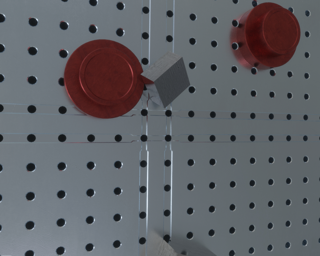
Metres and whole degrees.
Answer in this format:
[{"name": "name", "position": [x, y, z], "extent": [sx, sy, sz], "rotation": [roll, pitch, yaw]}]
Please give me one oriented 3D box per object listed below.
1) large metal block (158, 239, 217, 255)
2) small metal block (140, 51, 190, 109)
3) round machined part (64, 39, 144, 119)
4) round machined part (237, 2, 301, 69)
[{"name": "large metal block", "position": [0.036, 0.205, 0.413], "extent": [0.080, 0.050, 0.080], "rotation": [22, 83, -19]}, {"name": "small metal block", "position": [0.009, -0.062, 0.401], "extent": [0.050, 0.025, 0.050], "rotation": [-43, 142, -16]}, {"name": "round machined part", "position": [-0.066, -0.060, 0.379], "extent": [0.099, 0.042, 0.097], "rotation": [0, 90, -20]}, {"name": "round machined part", "position": [0.169, -0.141, 0.465], "extent": [0.099, 0.042, 0.097], "rotation": [0, 90, -20]}]
